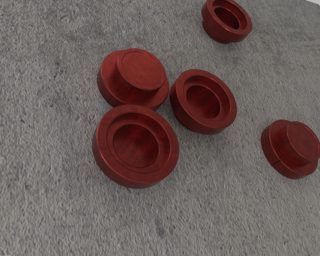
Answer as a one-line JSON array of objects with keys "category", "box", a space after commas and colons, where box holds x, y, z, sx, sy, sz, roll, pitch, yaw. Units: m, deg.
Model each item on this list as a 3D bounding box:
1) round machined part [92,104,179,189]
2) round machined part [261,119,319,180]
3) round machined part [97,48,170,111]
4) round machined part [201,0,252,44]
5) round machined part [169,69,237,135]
[{"category": "round machined part", "box": [-0.031, 0.024, 0.361, 0.099, 0.042, 0.098, 14, 56, -21]}, {"category": "round machined part", "box": [0.213, 0.028, 0.490, 0.099, 0.042, 0.098, 14, 56, -21]}, {"category": "round machined part", "box": [-0.031, -0.068, 0.417, 0.099, 0.042, 0.098, 14, 56, -21]}, {"category": "round machined part", "box": [0.119, -0.196, 0.576, 0.099, 0.042, 0.098, 14, 56, -21]}, {"category": "round machined part", "box": [0.057, -0.033, 0.444, 0.099, 0.042, 0.098, 14, 56, -21]}]
